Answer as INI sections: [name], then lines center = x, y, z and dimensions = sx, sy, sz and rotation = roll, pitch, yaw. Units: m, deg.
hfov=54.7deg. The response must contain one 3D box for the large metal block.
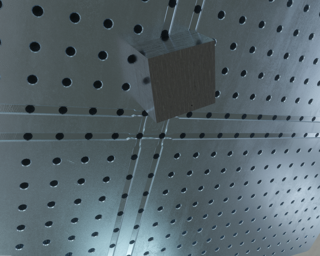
[large metal block]
center = 0.017, -0.063, 0.367
dimensions = 0.081, 0.050, 0.079
rotation = -20, 126, -17
